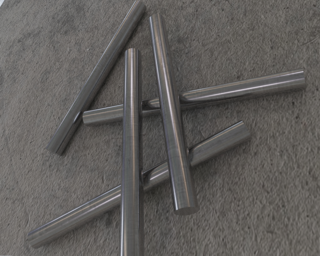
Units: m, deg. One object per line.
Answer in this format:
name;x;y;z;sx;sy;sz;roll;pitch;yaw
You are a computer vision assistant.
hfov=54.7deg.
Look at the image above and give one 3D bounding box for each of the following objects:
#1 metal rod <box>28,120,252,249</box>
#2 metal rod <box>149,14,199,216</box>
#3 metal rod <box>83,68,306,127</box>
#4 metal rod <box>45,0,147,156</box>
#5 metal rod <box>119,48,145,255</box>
metal rod;-0.032;0.073;0.375;0.300;0.025;0.025;-29;52;9
metal rod;0.011;-0.041;0.389;0.025;0.025;0.299;-19;54;17
metal rod;0.027;-0.035;0.411;0.300;0.025;0.025;-9;58;23
metal rod;-0.098;-0.091;0.511;0.025;0.025;0.300;14;69;34
metal rod;-0.033;0.017;0.377;0.025;0.025;0.299;-16;55;19
